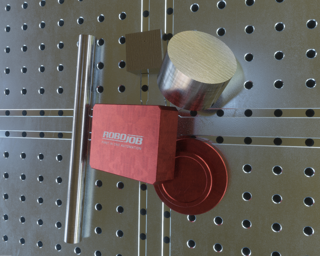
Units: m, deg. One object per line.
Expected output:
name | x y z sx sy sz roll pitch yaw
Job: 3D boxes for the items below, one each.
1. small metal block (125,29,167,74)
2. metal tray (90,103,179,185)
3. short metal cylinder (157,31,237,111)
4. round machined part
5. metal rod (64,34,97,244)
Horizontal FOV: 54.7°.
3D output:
small metal block | -0.018 -0.102 0.418 0.050 0.025 0.050 -2 89 19
metal tray | -0.038 0.015 0.396 0.130 0.030 0.089 5 92 43
short metal cylinder | 0.041 -0.067 0.362 0.080 0.080 0.050 45 147 14
round machined part | 0.035 0.061 0.390 0.098 0.042 0.097 0 90 19
metal rod | -0.116 0.017 0.452 0.025 0.025 0.298 5 92 19
